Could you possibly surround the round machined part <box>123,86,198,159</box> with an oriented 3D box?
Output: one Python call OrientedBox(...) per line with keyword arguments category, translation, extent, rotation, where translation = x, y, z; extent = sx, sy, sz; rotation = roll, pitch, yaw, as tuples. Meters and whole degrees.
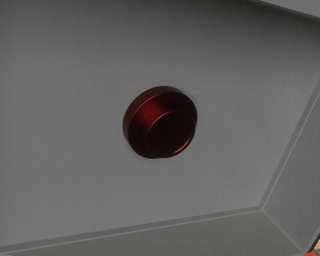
OrientedBox(category="round machined part", translation=(0.006, -0.001, 0.396), extent=(0.099, 0.042, 0.097), rotation=(-14, 124, -21))
